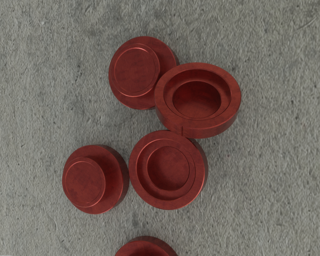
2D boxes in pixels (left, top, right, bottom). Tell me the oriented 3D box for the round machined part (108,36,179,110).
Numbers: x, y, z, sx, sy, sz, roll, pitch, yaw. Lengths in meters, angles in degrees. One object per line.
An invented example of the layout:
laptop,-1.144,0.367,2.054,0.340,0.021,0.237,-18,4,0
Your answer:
round machined part,-0.025,-0.073,0.409,0.098,0.042,0.097,0,90,20

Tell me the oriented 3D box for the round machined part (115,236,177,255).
round machined part,-0.022,0.198,0.407,0.098,0.042,0.097,0,90,20

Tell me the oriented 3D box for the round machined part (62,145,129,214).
round machined part,-0.096,0.073,0.434,0.098,0.042,0.097,0,90,20

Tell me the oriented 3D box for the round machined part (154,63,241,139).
round machined part,0.043,-0.028,0.368,0.099,0.042,0.098,-1,57,2

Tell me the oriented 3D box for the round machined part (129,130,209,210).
round machined part,0.013,0.050,0.394,0.098,0.042,0.097,1,92,21
